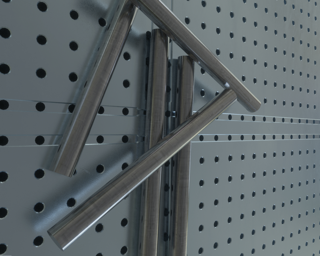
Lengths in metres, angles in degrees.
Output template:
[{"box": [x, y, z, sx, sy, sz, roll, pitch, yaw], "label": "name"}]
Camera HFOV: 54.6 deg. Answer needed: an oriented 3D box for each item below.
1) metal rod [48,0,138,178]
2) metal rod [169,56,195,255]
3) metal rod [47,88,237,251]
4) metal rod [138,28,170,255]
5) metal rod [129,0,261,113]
[{"box": [-0.057, -0.090, 0.359, 0.025, 0.025, 0.299, 30, 72, -36], "label": "metal rod"}, {"box": [0.030, 0.050, 0.433, 0.025, 0.025, 0.298, 5, 87, -40], "label": "metal rod"}, {"box": [0.002, 0.030, 0.375, 0.302, 0.025, 0.025, -37, 113, -33], "label": "metal rod"}, {"box": [-0.008, 0.022, 0.401, 0.025, 0.025, 0.299, 5, 87, -40], "label": "metal rod"}, {"box": [0.055, -0.101, 0.421, 0.301, 0.025, 0.025, 33, 70, -38], "label": "metal rod"}]
